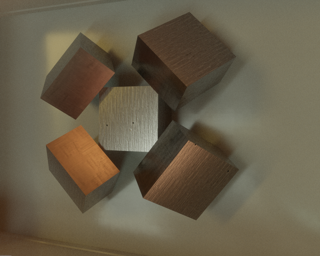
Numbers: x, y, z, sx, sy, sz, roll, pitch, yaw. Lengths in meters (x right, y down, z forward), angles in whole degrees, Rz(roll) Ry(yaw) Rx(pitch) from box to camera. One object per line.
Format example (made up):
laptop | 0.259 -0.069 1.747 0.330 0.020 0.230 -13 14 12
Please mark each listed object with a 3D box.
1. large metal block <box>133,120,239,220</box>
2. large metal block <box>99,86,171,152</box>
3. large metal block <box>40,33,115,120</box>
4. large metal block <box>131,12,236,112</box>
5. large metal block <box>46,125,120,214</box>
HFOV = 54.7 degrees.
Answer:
large metal block | 0.029 0.050 0.362 0.080 0.050 0.080 30 103 -29
large metal block | -0.032 -0.012 0.406 0.080 0.050 0.080 1 90 20
large metal block | -0.108 -0.071 0.409 0.050 0.080 0.080 35 105 -28
large metal block | 0.026 -0.079 0.364 0.080 0.050 0.080 -34 74 -28
large metal block | -0.103 0.056 0.410 0.080 0.050 0.080 48 149 13
